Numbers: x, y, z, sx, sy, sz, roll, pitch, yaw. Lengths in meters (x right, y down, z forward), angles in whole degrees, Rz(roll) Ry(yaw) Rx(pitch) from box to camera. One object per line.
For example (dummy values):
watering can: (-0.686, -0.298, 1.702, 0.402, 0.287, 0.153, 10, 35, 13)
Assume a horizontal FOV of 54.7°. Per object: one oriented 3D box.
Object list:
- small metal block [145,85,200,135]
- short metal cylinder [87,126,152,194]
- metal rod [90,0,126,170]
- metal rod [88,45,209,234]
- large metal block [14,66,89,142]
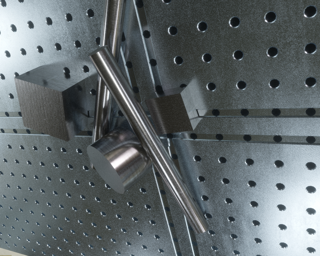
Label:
small metal block: (0.016, -0.022, 0.388, 0.050, 0.025, 0.050, -8, 115, 31)
short metal cylinder: (-0.056, 0.044, 0.432, 0.080, 0.050, 0.080, 37, 148, 28)
metal rod: (-0.071, -0.058, 0.410, 0.025, 0.025, 0.298, 24, 127, 13)
metal rod: (-0.003, 0.032, 0.406, 0.025, 0.025, 0.299, -12, 121, 33)
large metal block: (-0.155, -0.036, 0.452, 0.080, 0.050, 0.079, 17, 125, 18)
